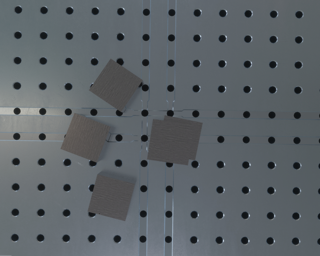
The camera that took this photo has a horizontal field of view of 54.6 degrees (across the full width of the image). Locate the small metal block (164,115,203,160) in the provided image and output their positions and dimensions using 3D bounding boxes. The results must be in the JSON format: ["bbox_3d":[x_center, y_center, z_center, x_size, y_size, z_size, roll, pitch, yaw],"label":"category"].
[{"bbox_3d":[0.026,0.013,0.414,0.050,0.025,0.050,11,90,0],"label":"small metal block"}]

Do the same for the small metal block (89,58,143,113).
[{"bbox_3d":[-0.057,-0.055,0.413,0.050,0.025,0.050,34,90,0],"label":"small metal block"}]

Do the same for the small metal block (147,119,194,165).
[{"bbox_3d":[0.013,0.017,0.389,0.050,0.025,0.050,8,90,0],"label":"small metal block"}]

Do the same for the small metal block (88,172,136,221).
[{"bbox_3d":[-0.063,0.090,0.413,0.050,0.025,0.050,15,90,0],"label":"small metal block"}]

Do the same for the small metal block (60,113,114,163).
[{"bbox_3d":[-0.096,0.013,0.413,0.050,0.025,0.050,21,90,0],"label":"small metal block"}]
